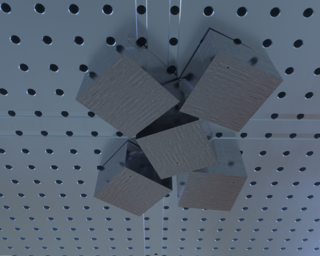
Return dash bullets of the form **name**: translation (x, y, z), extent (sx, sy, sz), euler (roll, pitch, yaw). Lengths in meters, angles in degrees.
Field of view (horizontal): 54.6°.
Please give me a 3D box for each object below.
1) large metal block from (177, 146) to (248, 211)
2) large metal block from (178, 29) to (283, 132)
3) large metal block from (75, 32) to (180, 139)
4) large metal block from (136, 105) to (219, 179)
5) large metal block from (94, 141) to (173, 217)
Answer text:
- **large metal block**: translation (0.073, 0.076, 0.460), extent (0.080, 0.050, 0.079), euler (6, 130, -6)
- **large metal block**: translation (0.074, -0.051, 0.351), extent (0.080, 0.050, 0.080), euler (18, 128, -19)
- **large metal block**: translation (-0.035, -0.046, 0.355), extent (0.080, 0.050, 0.080), euler (-36, 121, 27)
- **large metal block**: translation (0.023, 0.014, 0.406), extent (0.080, 0.050, 0.080), euler (-18, 128, 14)
- **large metal block**: translation (-0.039, 0.077, 0.458), extent (0.080, 0.050, 0.080), euler (31, 123, -23)
